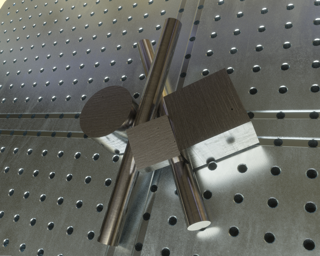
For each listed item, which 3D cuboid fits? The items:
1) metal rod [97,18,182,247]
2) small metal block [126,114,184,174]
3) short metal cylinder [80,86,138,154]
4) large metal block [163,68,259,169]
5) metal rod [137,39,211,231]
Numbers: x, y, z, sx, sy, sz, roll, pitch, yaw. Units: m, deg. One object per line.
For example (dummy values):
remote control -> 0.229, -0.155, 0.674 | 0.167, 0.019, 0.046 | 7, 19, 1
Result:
metal rod -> -0.021, -0.007, 0.393 | 0.025, 0.025, 0.299 | 7, 73, 31
small metal block -> -0.006, 0.019, 0.354 | 0.050, 0.025, 0.050 | -20, 69, 6
short metal cylinder -> -0.062, -0.011, 0.427 | 0.080, 0.050, 0.080 | -13, 57, 20
large metal block -> 0.058, -0.011, 0.363 | 0.080, 0.050, 0.080 | -24, 53, 13
metal rod -> 0.008, -0.015, 0.409 | 0.025, 0.025, 0.299 | -25, 53, 13
